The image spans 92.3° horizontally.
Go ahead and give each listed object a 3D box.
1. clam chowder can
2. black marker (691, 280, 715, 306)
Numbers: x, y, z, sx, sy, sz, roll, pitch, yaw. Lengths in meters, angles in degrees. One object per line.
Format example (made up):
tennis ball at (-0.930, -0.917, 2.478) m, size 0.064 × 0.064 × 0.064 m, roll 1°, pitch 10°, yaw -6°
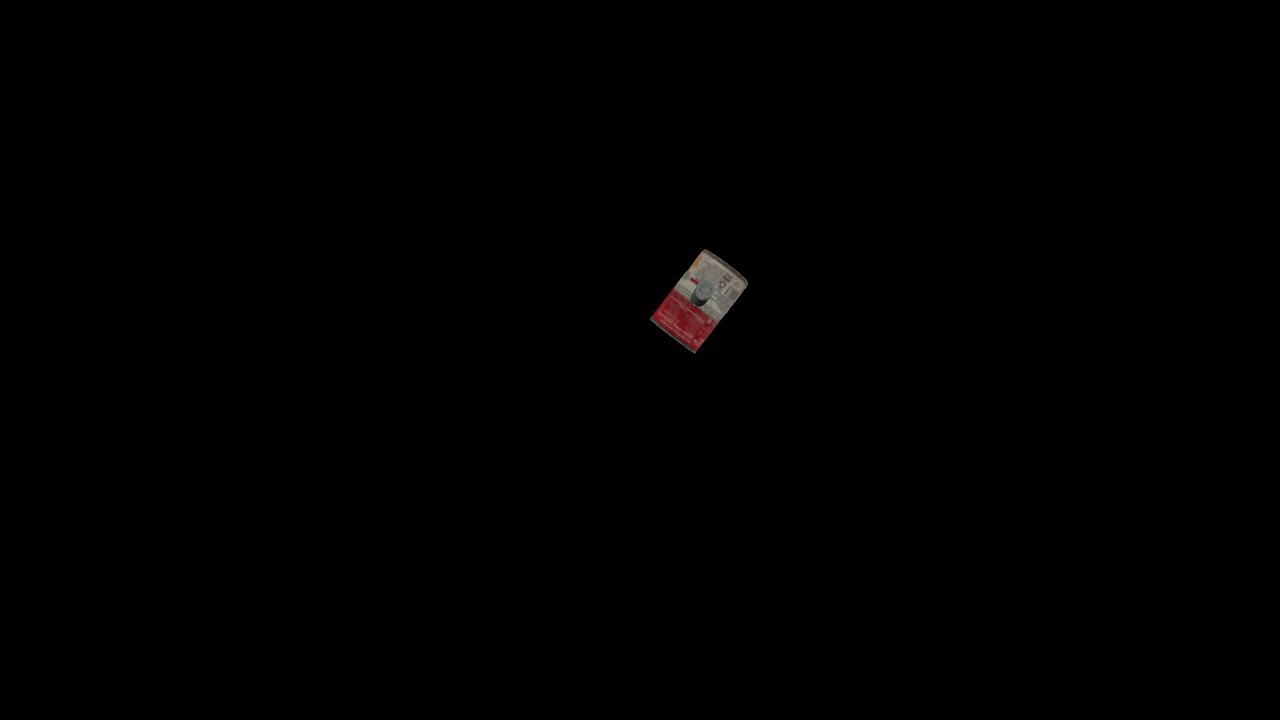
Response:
clam chowder can at (0.068, -0.068, 0.710) m, size 0.068 × 0.102 × 0.068 m, roll 37°, pitch 7°, yaw -5°
black marker at (0.064, -0.066, 0.691) m, size 0.020 × 0.020 × 0.121 m, roll 0°, pitch -6°, yaw -4°
